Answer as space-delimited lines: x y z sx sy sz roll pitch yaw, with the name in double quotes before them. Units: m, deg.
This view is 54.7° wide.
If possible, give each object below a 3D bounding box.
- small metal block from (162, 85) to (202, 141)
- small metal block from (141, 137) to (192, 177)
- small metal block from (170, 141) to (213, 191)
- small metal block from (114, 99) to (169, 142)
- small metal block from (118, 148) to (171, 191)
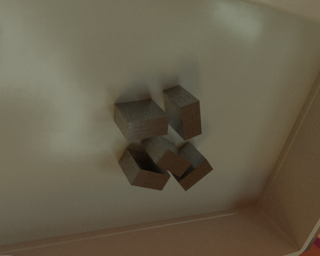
"small metal block" 0.028 -0.020 0.397 0.025 0.050 0.050 -21 127 -16
"small metal block" 0.008 0.034 0.420 0.050 0.050 0.025 34 99 -39
"small metal block" 0.040 0.055 0.450 0.050 0.050 0.025 -38 130 -3
"small metal block" -0.024 -0.011 0.374 0.050 0.050 0.025 -10 123 -24
"small metal block" -0.022 0.055 0.417 0.050 0.050 0.025 19 108 -36
